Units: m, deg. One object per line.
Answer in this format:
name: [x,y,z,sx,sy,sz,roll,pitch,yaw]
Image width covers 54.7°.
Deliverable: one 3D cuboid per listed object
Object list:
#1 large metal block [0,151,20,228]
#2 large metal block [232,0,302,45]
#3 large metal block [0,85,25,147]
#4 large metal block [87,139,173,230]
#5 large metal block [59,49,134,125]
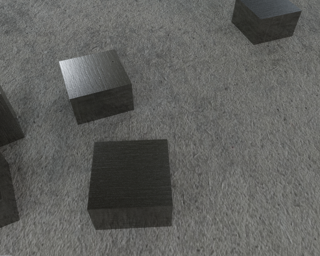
large metal block: [-0.205,0.069,0.327,0.081,0.050,0.080,-20,53,-16]
large metal block: [0.188,-0.200,0.557,0.081,0.050,0.080,-16,52,-13]
large metal block: [-0.225,-0.014,0.378,0.081,0.080,0.050,-24,54,-19]
large metal block: [-0.030,0.060,0.336,0.081,0.050,0.080,-2,50,-2]
large metal block: [-0.089,-0.059,0.436,0.081,0.050,0.080,-16,52,-14]
